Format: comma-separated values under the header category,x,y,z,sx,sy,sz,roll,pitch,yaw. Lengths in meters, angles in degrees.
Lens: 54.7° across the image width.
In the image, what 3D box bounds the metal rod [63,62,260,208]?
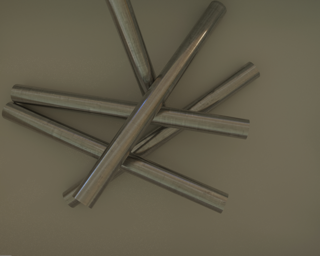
category,x,y,z,sx,sy,sz,roll,pitch,yaw
metal rod,0.002,0.009,0.411,0.301,0.025,0.025,-35,90,-1

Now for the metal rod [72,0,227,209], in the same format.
category,x,y,z,sx,sy,sz,roll,pitch,yaw
metal rod,-0.002,-0.041,0.370,0.025,0.025,0.300,34,73,0

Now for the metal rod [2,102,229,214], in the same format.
category,x,y,z,sx,sy,sz,roll,pitch,yaw
metal rod,-0.062,0.033,0.387,0.301,0.025,0.025,22,90,8

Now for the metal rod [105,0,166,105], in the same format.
category,x,y,z,sx,sy,sz,roll,pitch,yaw
metal rod,-0.046,-0.139,0.324,0.025,0.025,0.299,-21,127,0

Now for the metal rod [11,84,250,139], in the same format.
category,x,y,z,sx,sy,sz,roll,pitch,yaw
metal rod,-0.042,-0.022,0.393,0.302,0.025,0.025,9,90,6
